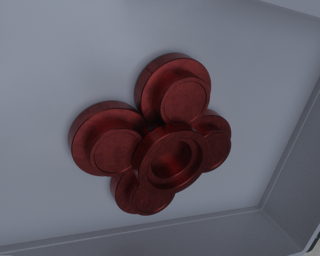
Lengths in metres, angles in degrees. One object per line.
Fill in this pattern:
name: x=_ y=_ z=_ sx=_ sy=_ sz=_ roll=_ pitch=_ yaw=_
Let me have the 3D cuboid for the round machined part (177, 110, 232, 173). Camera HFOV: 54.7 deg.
round machined part: x=0.062 y=0.026 z=0.444 sx=0.099 sy=0.042 sz=0.097 roll=-14 pitch=124 yaw=-21

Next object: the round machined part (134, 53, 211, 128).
round machined part: x=0.022 y=-0.039 z=0.382 sx=0.099 sy=0.042 sz=0.097 roll=-14 pitch=124 yaw=-21

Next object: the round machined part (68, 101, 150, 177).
round machined part: x=-0.057 y=0.020 z=0.376 sx=0.099 sy=0.042 sz=0.097 roll=-14 pitch=124 yaw=-21

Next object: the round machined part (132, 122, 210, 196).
round machined part: x=0.011 y=0.035 z=0.395 sx=0.099 sy=0.042 sz=0.097 roll=-14 pitch=124 yaw=-21

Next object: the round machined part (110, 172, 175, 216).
round machined part: x=-0.016 y=0.084 z=0.438 sx=0.099 sy=0.042 sz=0.097 roll=-14 pitch=123 yaw=-22
